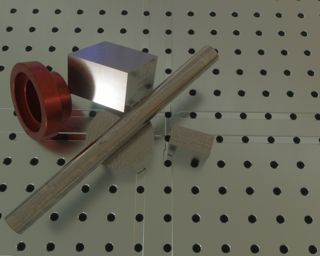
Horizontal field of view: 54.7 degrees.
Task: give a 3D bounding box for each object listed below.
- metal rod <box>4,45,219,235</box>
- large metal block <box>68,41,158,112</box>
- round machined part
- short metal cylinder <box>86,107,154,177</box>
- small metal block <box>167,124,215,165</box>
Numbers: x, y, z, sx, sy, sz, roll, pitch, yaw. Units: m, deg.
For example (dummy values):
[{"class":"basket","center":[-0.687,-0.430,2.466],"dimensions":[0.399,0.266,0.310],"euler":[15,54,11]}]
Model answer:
[{"class":"metal rod","center":[-0.043,0.003,0.357],"dimensions":[0.301,0.025,0.025],"euler":[-42,76,-14]},{"class":"large metal block","center":[-0.059,-0.069,0.396],"dimensions":[0.080,0.050,0.080],"euler":[20,32,16]},{"class":"round machined part","center":[-0.148,-0.036,0.393],"dimensions":[0.042,0.097,0.098],"euler":[-19,68,-42]},{"class":"short metal cylinder","center":[-0.047,0.017,0.392],"dimensions":[0.081,0.050,0.080],"euler":[0,70,0]},{"class":"small metal block","center":[0.038,0.022,0.391],"dimensions":[0.050,0.050,0.025],"euler":[16,71,5]}]
